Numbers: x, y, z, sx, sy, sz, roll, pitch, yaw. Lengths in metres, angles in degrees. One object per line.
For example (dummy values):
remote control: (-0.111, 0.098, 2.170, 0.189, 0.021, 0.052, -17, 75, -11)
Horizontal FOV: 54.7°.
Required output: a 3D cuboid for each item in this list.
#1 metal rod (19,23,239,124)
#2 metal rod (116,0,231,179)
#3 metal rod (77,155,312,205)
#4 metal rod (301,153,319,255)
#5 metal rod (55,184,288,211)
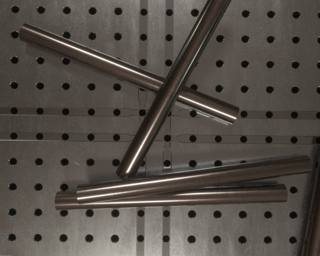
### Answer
metal rod: (-0.039, -0.072, 0.412, 0.301, 0.025, 0.025, 22, 90, -1)
metal rod: (0.023, -0.064, 0.383, 0.025, 0.025, 0.298, 29, 102, -1)
metal rod: (0.048, 0.066, 0.402, 0.302, 0.025, 0.025, -7, 90, -5)
metal rod: (0.206, 0.161, 0.416, 0.025, 0.025, 0.298, 10, 90, -1)
metal rod: (0.015, 0.092, 0.413, 0.302, 0.025, 0.025, -2, 90, -1)
